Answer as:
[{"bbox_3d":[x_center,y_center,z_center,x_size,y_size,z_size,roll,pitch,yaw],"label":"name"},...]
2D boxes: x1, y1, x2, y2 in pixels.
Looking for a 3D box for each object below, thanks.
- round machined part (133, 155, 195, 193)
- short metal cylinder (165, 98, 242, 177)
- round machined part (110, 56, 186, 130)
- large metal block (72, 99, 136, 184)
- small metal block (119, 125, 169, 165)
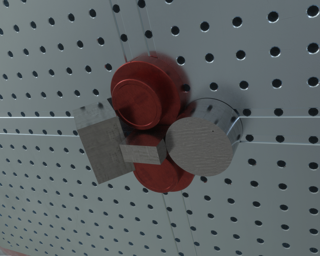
[{"bbox_3d":[0.001,0.051,0.432,0.098,0.042,0.097,13,124,21],"label":"round machined part"},{"bbox_3d":[0.053,0.011,0.372,0.080,0.050,0.079,13,124,21],"label":"short metal cylinder"},{"bbox_3d":[-0.021,-0.037,0.389,0.098,0.042,0.097,13,124,21],"label":"round machined part"},{"bbox_3d":[-0.077,0.015,0.418,0.050,0.080,0.080,-20,115,-12],"label":"large metal block"},{"bbox_3d":[-0.014,0.019,0.386,0.050,0.050,0.025,2,119,27],"label":"small metal block"}]
